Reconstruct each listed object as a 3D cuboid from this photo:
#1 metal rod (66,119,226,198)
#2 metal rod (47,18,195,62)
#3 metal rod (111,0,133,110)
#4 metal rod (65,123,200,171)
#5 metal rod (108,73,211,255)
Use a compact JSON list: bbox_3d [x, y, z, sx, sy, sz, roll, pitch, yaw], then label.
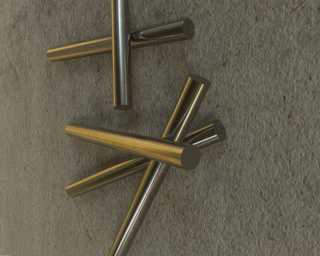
[{"bbox_3d":[-0.041,0.054,0.438,0.299,0.025,0.025,-26,74,37],"label":"metal rod"},{"bbox_3d":[-0.080,-0.127,0.471,0.300,0.025,0.025,3,92,40],"label":"metal rod"},{"bbox_3d":[-0.055,-0.171,0.424,0.025,0.025,0.299,-14,73,39],"label":"metal rod"},{"bbox_3d":[-0.061,0.015,0.412,0.300,0.025,0.025,8,95,53],"label":"metal rod"},{"bbox_3d":[-0.012,0.070,0.390,0.025,0.025,0.298,43,123,31],"label":"metal rod"}]
